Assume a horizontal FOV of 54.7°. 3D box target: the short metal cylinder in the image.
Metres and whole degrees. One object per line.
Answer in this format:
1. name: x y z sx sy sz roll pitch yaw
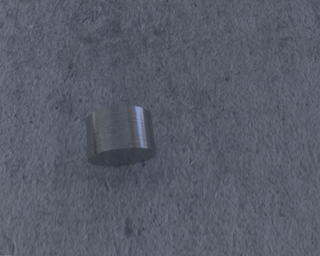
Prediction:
1. short metal cylinder: -0.047 0.012 0.374 0.081 0.080 0.050 -7 71 -3
